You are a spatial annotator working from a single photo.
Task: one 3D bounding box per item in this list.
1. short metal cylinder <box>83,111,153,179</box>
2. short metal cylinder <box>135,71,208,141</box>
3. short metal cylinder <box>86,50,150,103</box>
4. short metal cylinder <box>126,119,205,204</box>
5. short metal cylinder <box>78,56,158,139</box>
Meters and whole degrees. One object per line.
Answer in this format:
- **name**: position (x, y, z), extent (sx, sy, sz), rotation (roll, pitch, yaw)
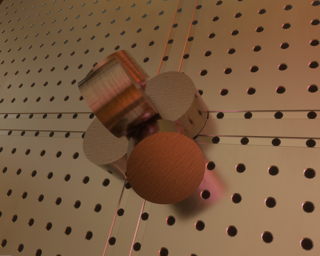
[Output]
- **short metal cylinder**: position (-0.052, 0.020, 0.405), extent (0.080, 0.050, 0.080), rotation (-13, 56, 20)
- **short metal cylinder**: position (0.015, -0.026, 0.398), extent (0.080, 0.050, 0.080), rotation (-13, 56, 20)
- **short metal cylinder**: position (-0.059, -0.062, 0.431), extent (0.080, 0.080, 0.050), rotation (-39, 85, 1)
- **short metal cylinder**: position (0.004, 0.035, 0.339), extent (0.080, 0.080, 0.050), rotation (-35, 16, 5)
- **short metal cylinder**: position (-0.046, -0.034, 0.351), extent (0.050, 0.080, 0.080), rotation (-36, 52, 4)
